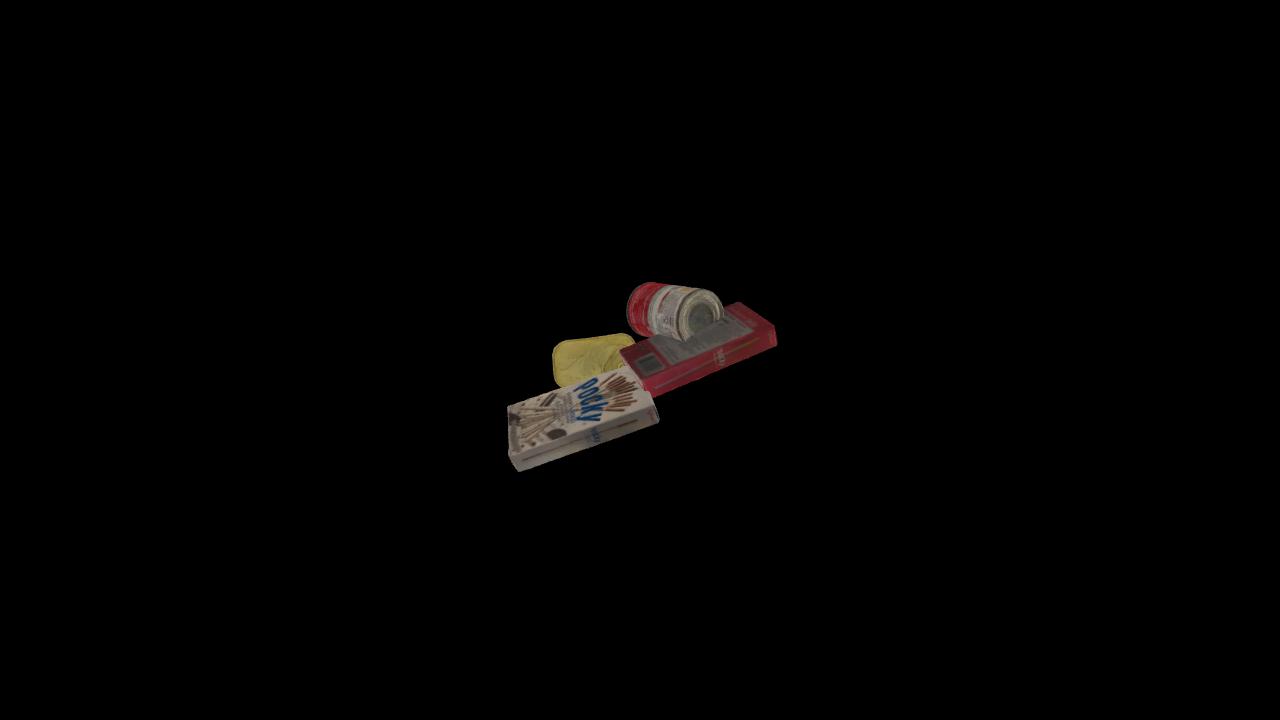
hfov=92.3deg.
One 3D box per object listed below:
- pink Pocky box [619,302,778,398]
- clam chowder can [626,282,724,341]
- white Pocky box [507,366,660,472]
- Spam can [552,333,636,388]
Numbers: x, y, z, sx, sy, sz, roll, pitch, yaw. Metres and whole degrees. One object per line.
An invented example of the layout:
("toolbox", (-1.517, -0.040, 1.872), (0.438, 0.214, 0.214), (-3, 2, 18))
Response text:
("pink Pocky box", (0.062, -0.013, 0.670), (0.155, 0.029, 0.084), (-23, 29, -9))
("clam chowder can", (0.039, -0.053, 0.708), (0.068, 0.068, 0.102), (0, 10, -34))
("white Pocky box", (-0.062, 0.057, 0.643), (0.154, 0.028, 0.084), (-19, 35, 0))
("Spam can", (-0.042, 0.007, 0.737), (0.101, 0.058, 0.085), (-6, -9, 12))
